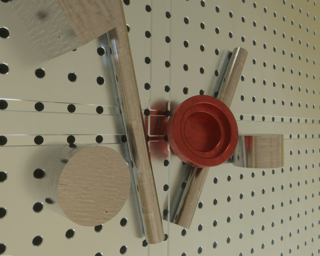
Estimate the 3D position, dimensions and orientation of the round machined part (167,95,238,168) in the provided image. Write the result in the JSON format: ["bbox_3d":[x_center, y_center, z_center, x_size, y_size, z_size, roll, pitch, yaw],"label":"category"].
[{"bbox_3d":[0.055,0.007,0.430,0.099,0.042,0.098,4,78,-20],"label":"round machined part"}]

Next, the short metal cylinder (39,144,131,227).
[{"bbox_3d":[-0.079,0.057,0.327,0.081,0.050,0.080,0,90,-40],"label":"short metal cylinder"}]

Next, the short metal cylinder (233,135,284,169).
[{"bbox_3d":[0.160,0.036,0.507,0.081,0.080,0.050,-2,91,-40],"label":"short metal cylinder"}]

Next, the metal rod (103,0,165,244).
[{"bbox_3d":[-0.031,-0.001,0.382,0.025,0.025,0.298,-17,101,-39],"label":"metal rod"}]

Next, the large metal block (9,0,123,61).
[{"bbox_3d":[-0.094,-0.118,0.294,0.050,0.080,0.080,-43,116,-32],"label":"large metal block"}]

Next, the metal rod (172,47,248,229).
[{"bbox_3d":[0.082,0.005,0.477,0.025,0.025,0.300,34,69,-35],"label":"metal rod"}]
